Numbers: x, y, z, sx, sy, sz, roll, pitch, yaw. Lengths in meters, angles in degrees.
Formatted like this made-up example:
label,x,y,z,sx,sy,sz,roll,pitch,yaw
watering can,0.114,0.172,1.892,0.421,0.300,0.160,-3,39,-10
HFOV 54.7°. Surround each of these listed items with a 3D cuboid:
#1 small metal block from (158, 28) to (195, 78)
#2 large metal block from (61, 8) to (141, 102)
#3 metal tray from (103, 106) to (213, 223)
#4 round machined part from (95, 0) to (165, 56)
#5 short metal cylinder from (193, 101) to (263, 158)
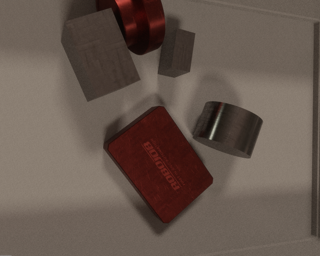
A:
label,x,y,z,sx,sy,sz,roll,pitch,yaw
small metal block,0.021,-0.096,0.406,0.025,0.050,0.050,9,87,-20
large metal block,-0.071,-0.079,0.356,0.050,0.080,0.080,-25,99,-18
metal tray,0.000,0.047,0.409,0.090,0.030,0.130,-39,103,-16
round machined part,-0.039,-0.130,0.356,0.042,0.098,0.098,-28,100,-22
short metal cylinder,0.090,0.003,0.416,0.080,0.080,0.050,24,82,-19
